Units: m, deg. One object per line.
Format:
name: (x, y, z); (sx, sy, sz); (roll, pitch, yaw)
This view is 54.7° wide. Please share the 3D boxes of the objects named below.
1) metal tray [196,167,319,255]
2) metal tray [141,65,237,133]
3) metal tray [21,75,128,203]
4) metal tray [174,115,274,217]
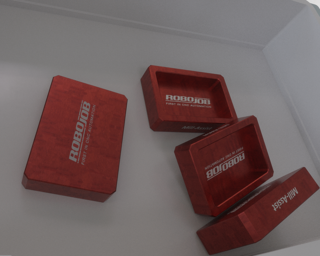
metal tray: (0.116, 0.097, 0.366); (0.131, 0.090, 0.030); (-21, 73, -36)
metal tray: (0.043, -0.040, 0.449); (0.131, 0.030, 0.090); (2, 61, -27)
metal tray: (-0.090, 0.010, 0.348); (0.091, 0.030, 0.130); (16, 55, -19)
metal tray: (0.087, 0.045, 0.400); (0.131, 0.030, 0.090); (-22, 95, -35)
